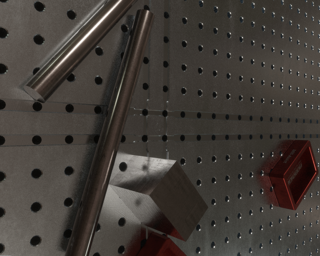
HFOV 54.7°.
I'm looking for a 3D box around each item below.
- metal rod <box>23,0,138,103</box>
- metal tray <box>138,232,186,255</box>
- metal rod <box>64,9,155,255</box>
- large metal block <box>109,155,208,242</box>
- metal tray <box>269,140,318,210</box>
[{"bbox_3d":[-0.049,-0.147,0.369,0.025,0.025,0.300,49,61,-30],"label":"metal rod"},{"bbox_3d":[0.011,0.216,0.417,0.090,0.030,0.130,-52,121,-27],"label":"metal tray"},{"bbox_3d":[-0.054,-0.002,0.364,0.025,0.025,0.299,24,75,-38],"label":"metal rod"},{"bbox_3d":[-0.002,0.082,0.374,0.050,0.080,0.080,-49,119,-29],"label":"large metal block"},{"bbox_3d":[0.283,0.095,0.647,0.131,0.030,0.090,-39,114,-33],"label":"metal tray"}]
